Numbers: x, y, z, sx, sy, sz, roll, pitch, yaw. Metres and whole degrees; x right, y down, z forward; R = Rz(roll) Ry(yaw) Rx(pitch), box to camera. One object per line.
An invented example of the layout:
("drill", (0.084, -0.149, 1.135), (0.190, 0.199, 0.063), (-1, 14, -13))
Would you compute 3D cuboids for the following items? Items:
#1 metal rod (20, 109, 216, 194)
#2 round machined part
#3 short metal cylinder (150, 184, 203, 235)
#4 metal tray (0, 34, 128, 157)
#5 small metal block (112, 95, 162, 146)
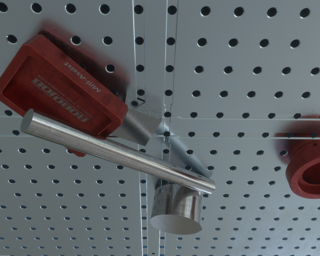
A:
("metal rod", (-0.025, 0.043, 0.397), (0.025, 0.025, 0.301), (-38, 137, 27))
("round machined part", (0.234, 0.057, 0.453), (0.099, 0.042, 0.097), (-1, 130, 0))
("short metal cylinder", (0.028, 0.132, 0.496), (0.080, 0.050, 0.080), (6, 142, 5))
("metal tray", (-0.115, -0.032, 0.362), (0.130, 0.030, 0.090), (40, 123, -19))
("small metal block", (-0.031, -0.009, 0.404), (0.050, 0.025, 0.050), (21, 127, -17))
